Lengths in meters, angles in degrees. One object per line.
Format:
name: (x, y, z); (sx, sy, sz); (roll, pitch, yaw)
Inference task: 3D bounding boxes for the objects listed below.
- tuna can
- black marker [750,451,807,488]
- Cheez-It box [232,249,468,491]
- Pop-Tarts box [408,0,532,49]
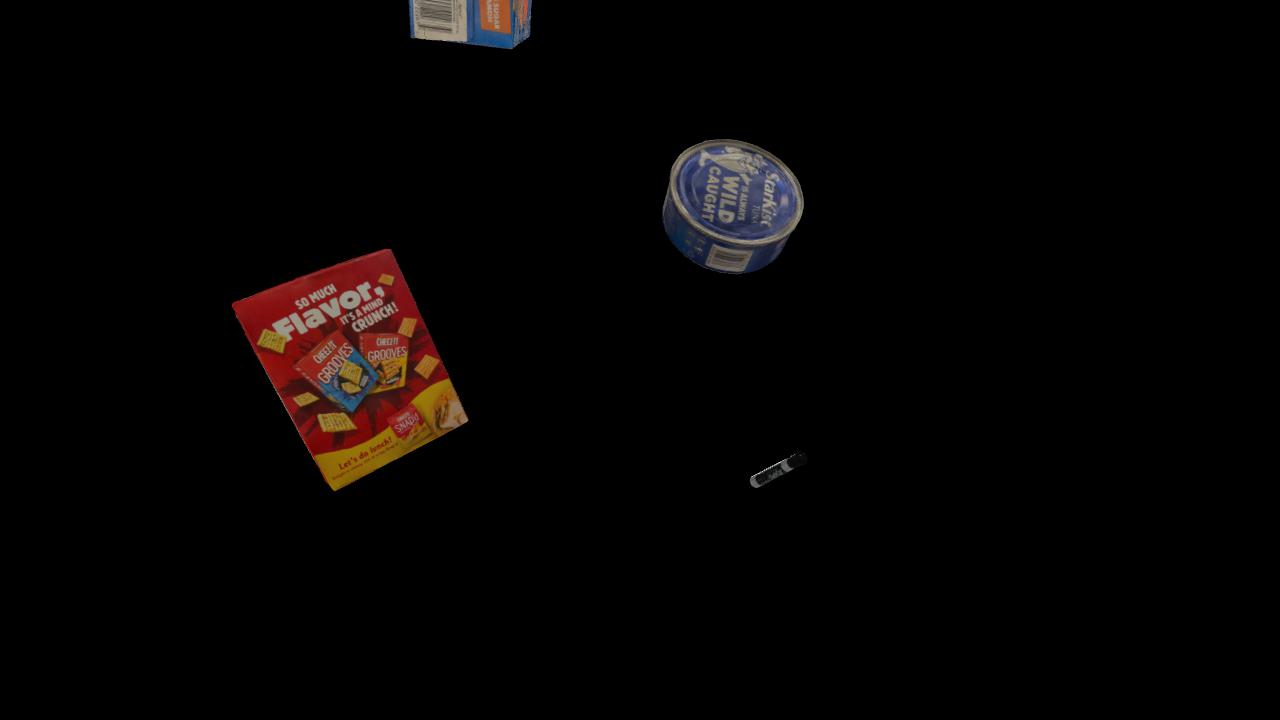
tuna can: (0.057, -0.096, 0.386); (0.084, 0.084, 0.034); (0, -28, -9)
black marker: (0.193, 0.154, 0.860); (0.020, 0.020, 0.121); (0, -26, -25)
Cheez-It box: (-0.318, 0.008, 0.692); (0.166, 0.223, 0.071); (-29, 19, -28)
Pop-Tarts box: (-0.131, -0.351, 0.495); (0.083, 0.167, 0.141); (5, 30, -7)
